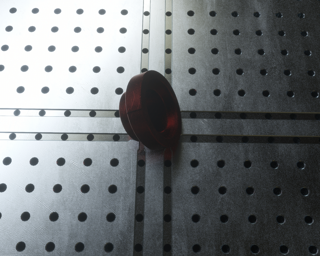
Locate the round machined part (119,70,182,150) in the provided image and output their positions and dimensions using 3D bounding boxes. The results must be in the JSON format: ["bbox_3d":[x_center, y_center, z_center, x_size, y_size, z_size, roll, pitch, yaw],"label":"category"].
[{"bbox_3d":[-0.014,-0.020,0.389,0.042,0.098,0.098,-14,67,28],"label":"round machined part"}]
